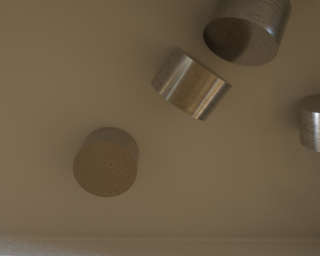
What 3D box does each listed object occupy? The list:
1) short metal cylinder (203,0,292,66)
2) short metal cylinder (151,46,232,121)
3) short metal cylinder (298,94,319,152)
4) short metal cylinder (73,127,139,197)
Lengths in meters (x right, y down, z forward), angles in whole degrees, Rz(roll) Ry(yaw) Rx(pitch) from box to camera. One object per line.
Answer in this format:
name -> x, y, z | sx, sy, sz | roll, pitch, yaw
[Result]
short metal cylinder -> 0.093, -0.111, 0.335 | 0.080, 0.080, 0.050 | 26, 74, -10
short metal cylinder -> 0.037, -0.052, 0.363 | 0.080, 0.080, 0.050 | 32, 107, -12
short metal cylinder -> 0.215, -0.009, 0.382 | 0.080, 0.080, 0.050 | -11, 110, 3
short metal cylinder -> -0.069, 0.045, 0.413 | 0.081, 0.050, 0.079 | 0, 110, -1
